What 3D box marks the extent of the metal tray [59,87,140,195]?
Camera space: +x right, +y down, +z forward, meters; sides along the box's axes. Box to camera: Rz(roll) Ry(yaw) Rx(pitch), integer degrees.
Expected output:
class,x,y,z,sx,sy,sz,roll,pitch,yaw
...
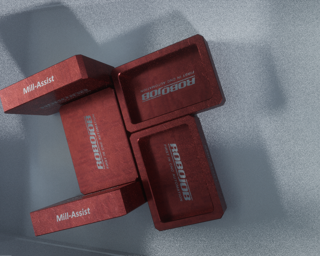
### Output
class,x,y,z,sx,sy,sz,roll,pitch,yaw
metal tray,-0.081,0.019,0.432,0.090,0.030,0.129,-18,84,18

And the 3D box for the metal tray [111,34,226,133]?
class,x,y,z,sx,sy,sz,roll,pitch,yaw
metal tray,0.009,-0.054,0.402,0.130,0.030,0.090,-18,84,18

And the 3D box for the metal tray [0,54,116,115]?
class,x,y,z,sx,sy,sz,roll,pitch,yaw
metal tray,-0.132,-0.053,0.417,0.130,0.090,0.030,-19,84,18

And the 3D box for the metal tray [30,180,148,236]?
class,x,y,z,sx,sy,sz,roll,pitch,yaw
metal tray,-0.086,0.100,0.402,0.130,0.090,0.030,-18,84,18

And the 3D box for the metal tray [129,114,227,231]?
class,x,y,z,sx,sy,sz,roll,pitch,yaw
metal tray,0.022,0.057,0.397,0.090,0.030,0.129,-18,84,18
